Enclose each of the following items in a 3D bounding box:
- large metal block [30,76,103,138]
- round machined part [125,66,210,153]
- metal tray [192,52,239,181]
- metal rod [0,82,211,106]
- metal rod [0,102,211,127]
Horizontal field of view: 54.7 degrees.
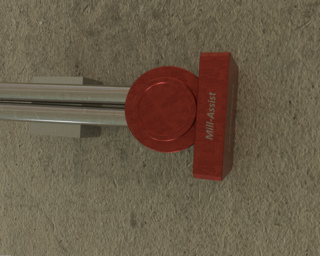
[{"bbox_3d":[-0.131,-0.029,0.438,0.080,0.050,0.079,4,91,19],"label":"large metal block"},{"bbox_3d":[0.008,-0.021,0.346,0.098,0.042,0.097,0,92,9],"label":"round machined part"},{"bbox_3d":[0.066,-0.012,0.351,0.030,0.090,0.129,4,91,20],"label":"metal tray"},{"bbox_3d":[-0.081,-0.042,0.389,0.302,0.025,0.025,3,91,7],"label":"metal rod"},{"bbox_3d":[-0.082,-0.015,0.390,0.302,0.025,0.025,3,91,7],"label":"metal rod"}]
